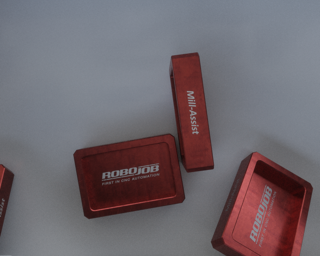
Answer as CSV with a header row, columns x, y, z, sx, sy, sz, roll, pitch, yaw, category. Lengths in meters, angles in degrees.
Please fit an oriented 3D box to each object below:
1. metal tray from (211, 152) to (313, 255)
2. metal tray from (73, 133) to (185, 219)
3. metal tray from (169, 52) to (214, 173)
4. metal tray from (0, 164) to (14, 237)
x,y,z,sx,sy,sz,roll,pitch,yaw,category
0.127,0.104,0.375,0.090,0.030,0.130,31,56,1,metal tray
-0.039,0.062,0.408,0.131,0.030,0.089,-10,90,0,metal tray
0.036,-0.017,0.378,0.030,0.090,0.129,-8,90,0,metal tray
-0.242,0.110,0.379,0.091,0.030,0.130,0,63,0,metal tray
